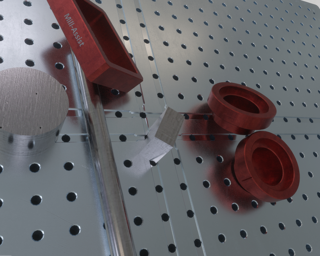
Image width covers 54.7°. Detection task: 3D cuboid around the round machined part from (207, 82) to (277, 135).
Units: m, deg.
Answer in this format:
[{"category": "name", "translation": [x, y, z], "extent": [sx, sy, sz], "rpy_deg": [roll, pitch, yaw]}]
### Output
[{"category": "round machined part", "translation": [0.117, -0.026, 0.461], "extent": [0.099, 0.042, 0.098], "rpy_deg": [12, 34, -8]}]

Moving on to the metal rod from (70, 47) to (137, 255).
[{"category": "metal rod", "translation": [-0.068, 0.021, 0.357], "extent": [0.025, 0.025, 0.299], "rpy_deg": [-3, 63, -30]}]

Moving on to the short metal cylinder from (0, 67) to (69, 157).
[{"category": "short metal cylinder", "translation": [-0.142, -0.016, 0.326], "extent": [0.081, 0.050, 0.080], "rpy_deg": [14, 56, -21]}]

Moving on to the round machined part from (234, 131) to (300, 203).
[{"category": "round machined part", "translation": [0.144, 0.057, 0.437], "extent": [0.099, 0.042, 0.098], "rpy_deg": [13, 60, -23]}]

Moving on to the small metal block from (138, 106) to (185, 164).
[{"category": "small metal block", "translation": [0.002, 0.009, 0.387], "extent": [0.025, 0.050, 0.050], "rpy_deg": [31, 52, -9]}]

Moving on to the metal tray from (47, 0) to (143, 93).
[{"category": "metal tray", "translation": [-0.081, -0.112, 0.400], "extent": [0.130, 0.030, 0.090], "rpy_deg": [61, 20, 15]}]
